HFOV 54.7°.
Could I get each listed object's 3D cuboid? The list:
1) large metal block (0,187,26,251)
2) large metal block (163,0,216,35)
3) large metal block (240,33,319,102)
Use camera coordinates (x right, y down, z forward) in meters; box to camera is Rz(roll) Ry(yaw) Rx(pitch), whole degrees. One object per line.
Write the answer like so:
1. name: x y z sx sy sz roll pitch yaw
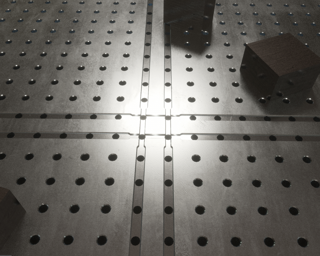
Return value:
1. large metal block: -0.200 0.096 0.308 0.080 0.050 0.080 14 51 11
2. large metal block: 0.054 -0.229 0.565 0.080 0.080 0.050 24 54 19
3. large metal block: 0.183 -0.095 0.473 0.081 0.050 0.080 -18 53 -15
